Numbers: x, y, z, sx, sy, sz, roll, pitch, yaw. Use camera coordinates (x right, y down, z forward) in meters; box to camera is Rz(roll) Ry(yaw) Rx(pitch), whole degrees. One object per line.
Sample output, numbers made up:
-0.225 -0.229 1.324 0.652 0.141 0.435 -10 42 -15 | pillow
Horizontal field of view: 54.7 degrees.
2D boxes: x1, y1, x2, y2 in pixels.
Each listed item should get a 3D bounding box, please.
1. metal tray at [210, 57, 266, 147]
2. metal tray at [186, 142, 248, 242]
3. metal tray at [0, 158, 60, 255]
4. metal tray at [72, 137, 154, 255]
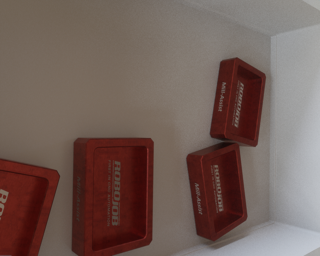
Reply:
0.131 -0.040 0.512 0.091 0.030 0.129 16 80 -39 | metal tray
0.090 0.094 0.478 0.091 0.030 0.129 -14 99 -39 | metal tray
-0.153 0.092 0.274 0.091 0.030 0.129 21 77 -38 | metal tray
-0.052 0.076 0.359 0.091 0.030 0.129 1 89 -40 | metal tray
